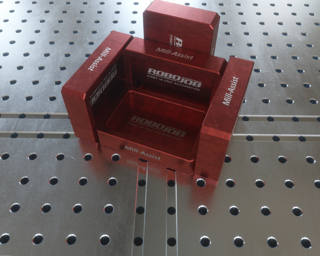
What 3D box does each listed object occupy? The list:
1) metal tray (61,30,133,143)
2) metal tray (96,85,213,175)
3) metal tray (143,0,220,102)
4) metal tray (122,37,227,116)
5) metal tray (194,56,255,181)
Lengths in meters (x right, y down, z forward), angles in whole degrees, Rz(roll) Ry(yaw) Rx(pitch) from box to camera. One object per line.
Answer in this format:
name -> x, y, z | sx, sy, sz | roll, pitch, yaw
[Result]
metal tray -> -0.073, -0.056, 0.412 | 0.030, 0.090, 0.130 | 17, 52, 14
metal tray -> -0.005, -0.002, 0.405 | 0.130, 0.030, 0.090 | 17, 52, 14
metal tray -> 0.026, -0.100, 0.423 | 0.090, 0.129, 0.030 | 18, 53, 14
metal tray -> 0.018, -0.064, 0.419 | 0.130, 0.090, 0.030 | 17, 53, 13
metal tray -> 0.078, -0.013, 0.376 | 0.030, 0.090, 0.130 | 17, 52, 14
